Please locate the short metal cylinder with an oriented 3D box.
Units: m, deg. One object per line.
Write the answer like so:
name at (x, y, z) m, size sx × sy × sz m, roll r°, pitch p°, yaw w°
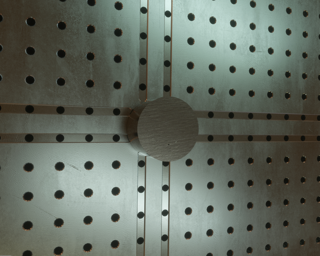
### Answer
short metal cylinder at (0.003, 0.001, 0.401) m, size 0.081 × 0.050 × 0.079 m, roll 0°, pitch 90°, yaw -21°
